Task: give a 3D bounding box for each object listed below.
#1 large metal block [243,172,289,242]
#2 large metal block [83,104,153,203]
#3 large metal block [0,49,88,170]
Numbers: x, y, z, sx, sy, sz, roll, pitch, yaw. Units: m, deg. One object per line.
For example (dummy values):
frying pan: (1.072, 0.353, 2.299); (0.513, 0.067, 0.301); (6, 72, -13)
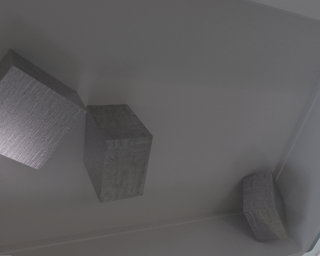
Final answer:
large metal block: (0.183, 0.137, 0.538); (0.050, 0.080, 0.080); (-16, 119, 25)
large metal block: (-0.053, 0.026, 0.360); (0.050, 0.080, 0.079); (-4, 120, -26)
large metal block: (-0.135, -0.017, 0.308); (0.080, 0.050, 0.080); (-49, 129, 6)
